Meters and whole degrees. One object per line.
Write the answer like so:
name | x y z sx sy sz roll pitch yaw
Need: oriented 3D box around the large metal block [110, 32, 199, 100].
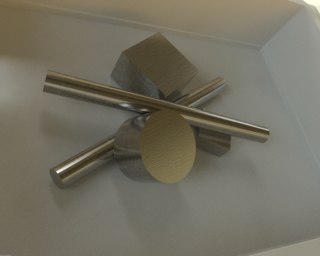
large metal block | -0.007 -0.076 0.431 0.080 0.050 0.080 46 51 3

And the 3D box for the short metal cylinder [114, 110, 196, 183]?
short metal cylinder | -0.005 0.022 0.355 0.081 0.050 0.080 7 79 -39

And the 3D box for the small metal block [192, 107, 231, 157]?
small metal block | 0.073 0.006 0.439 0.050 0.025 0.050 24 53 -14

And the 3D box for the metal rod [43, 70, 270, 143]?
metal rod | 0.012 -0.021 0.392 0.302 0.025 0.025 13 57 -22

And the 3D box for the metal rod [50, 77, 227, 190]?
metal rod | -0.004 -0.010 0.408 0.302 0.025 0.025 -31 79 -38
